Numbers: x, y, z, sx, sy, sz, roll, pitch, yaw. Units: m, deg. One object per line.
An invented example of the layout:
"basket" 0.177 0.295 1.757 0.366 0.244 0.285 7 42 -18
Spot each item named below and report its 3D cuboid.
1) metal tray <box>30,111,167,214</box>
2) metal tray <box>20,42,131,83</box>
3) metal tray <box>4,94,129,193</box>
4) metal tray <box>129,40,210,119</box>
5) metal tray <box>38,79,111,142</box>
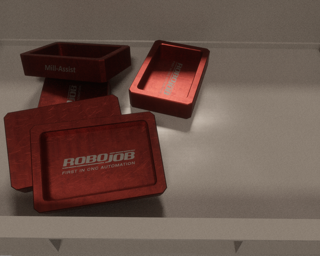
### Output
"metal tray" -0.065 0.036 0.331 0.131 0.030 0.090 -7 74 -9
"metal tray" -0.119 -0.099 0.450 0.130 0.030 0.090 8 28 17
"metal tray" -0.106 0.017 0.365 0.131 0.030 0.090 -11 74 -10
"metal tray" 0.018 -0.078 0.467 0.090 0.030 0.130 13 51 10
"metal tray" -0.115 -0.020 0.418 0.091 0.030 0.130 -3 50 -3
